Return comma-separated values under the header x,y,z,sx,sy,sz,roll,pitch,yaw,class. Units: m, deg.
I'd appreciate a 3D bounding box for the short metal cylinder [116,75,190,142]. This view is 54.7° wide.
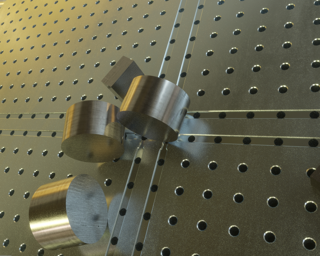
x,y,z,sx,sy,sz,roll,pitch,yaw,class
-0.008,-0.022,0.391,0.080,0.080,0.050,8,66,31,short metal cylinder

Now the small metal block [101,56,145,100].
x,y,z,sx,sy,sz,roll,pitch,yaw,class
-0.051,-0.070,0.462,0.025,0.050,0.050,32,80,38,small metal block

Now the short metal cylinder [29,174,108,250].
x,y,z,sx,sy,sz,roll,pitch,yaw,class
-0.106,0.099,0.368,0.050,0.080,0.080,-17,55,19,short metal cylinder

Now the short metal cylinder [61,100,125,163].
x,y,z,sx,sy,sz,roll,pitch,yaw,class
-0.087,0.007,0.415,0.080,0.080,0.050,-15,56,20,short metal cylinder

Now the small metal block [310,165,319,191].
x,y,z,sx,sy,sz,roll,pitch,yaw,class
0.178,0.045,0.287,0.050,0.025,0.050,-47,51,-5,small metal block
